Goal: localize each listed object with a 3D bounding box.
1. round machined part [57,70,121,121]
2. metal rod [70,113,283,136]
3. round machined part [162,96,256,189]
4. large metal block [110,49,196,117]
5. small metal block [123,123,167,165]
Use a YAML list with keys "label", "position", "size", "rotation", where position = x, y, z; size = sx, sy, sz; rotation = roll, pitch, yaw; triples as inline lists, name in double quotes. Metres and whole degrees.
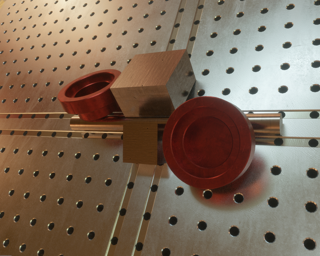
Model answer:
- label: "round machined part"
  position: [-0.096, -0.046, 0.460]
  size: [0.098, 0.042, 0.098]
  rotation: [-13, 32, 8]
- label: "metal rod"
  position: [0.001, -0.006, 0.412]
  size: [0.300, 0.025, 0.025]
  rotation: [1, 62, 28]
- label: "round machined part"
  position: [0.056, 0.016, 0.342]
  size: [0.098, 0.042, 0.097]
  rotation: [-2, 86, 28]
- label: "large metal block"
  position: [-0.006, -0.060, 0.418]
  size: [0.080, 0.050, 0.080]
  rotation: [1, 44, 28]
- label: "small metal block"
  position: [-0.019, 0.019, 0.394]
  size: [0.050, 0.025, 0.050]
  rotation: [1, 91, 28]
